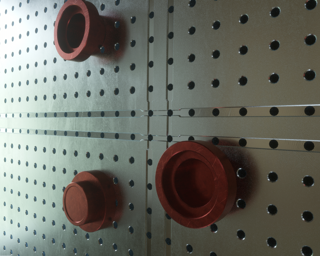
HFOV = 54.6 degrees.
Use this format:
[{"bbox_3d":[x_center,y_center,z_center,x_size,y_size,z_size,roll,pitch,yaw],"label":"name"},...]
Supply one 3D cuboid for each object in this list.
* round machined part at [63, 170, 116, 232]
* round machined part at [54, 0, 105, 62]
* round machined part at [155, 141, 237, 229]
[{"bbox_3d":[-0.120,0.119,0.499,0.098,0.042,0.097,0,90,40],"label":"round machined part"},{"bbox_3d":[-0.127,-0.156,0.505,0.098,0.042,0.097,0,90,40],"label":"round machined part"},{"bbox_3d":[0.045,0.063,0.362,0.098,0.042,0.097,0,90,40],"label":"round machined part"}]
